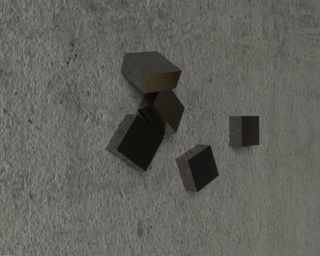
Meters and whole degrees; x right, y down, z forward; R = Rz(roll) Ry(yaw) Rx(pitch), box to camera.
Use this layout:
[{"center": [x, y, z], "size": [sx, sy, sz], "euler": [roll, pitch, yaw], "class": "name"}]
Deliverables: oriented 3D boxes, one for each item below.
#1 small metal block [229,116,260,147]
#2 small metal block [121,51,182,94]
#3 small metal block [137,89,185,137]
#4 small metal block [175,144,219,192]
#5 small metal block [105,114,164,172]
[{"center": [0.143, 0.005, 0.524], "size": [0.050, 0.025, 0.050], "euler": [-2, 92, -40], "class": "small metal block"}, {"center": [-0.011, -0.069, 0.376], "size": [0.050, 0.050, 0.025], "euler": [-15, 138, -39], "class": "small metal block"}, {"center": [0.003, -0.024, 0.397], "size": [0.050, 0.025, 0.050], "euler": [51, 40, -28], "class": "small metal block"}, {"center": [0.055, 0.057, 0.450], "size": [0.050, 0.025, 0.050], "euler": [-29, 108, -36], "class": "small metal block"}, {"center": [-0.030, 0.018, 0.379], "size": [0.050, 0.025, 0.050], "euler": [42, 65, -32], "class": "small metal block"}]
